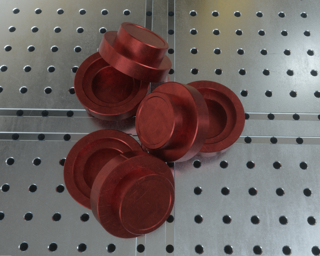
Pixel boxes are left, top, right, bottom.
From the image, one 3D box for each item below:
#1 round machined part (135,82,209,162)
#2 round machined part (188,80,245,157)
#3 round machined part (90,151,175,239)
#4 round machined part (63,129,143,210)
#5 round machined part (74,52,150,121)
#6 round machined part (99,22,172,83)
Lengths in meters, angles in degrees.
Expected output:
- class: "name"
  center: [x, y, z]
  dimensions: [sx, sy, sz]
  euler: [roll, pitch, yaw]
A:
- class: "round machined part"
  center: [0.007, -0.008, 0.373]
  dimensions: [0.042, 0.098, 0.098]
  euler: [5, 63, -44]
- class: "round machined part"
  center: [0.057, -0.010, 0.406]
  dimensions: [0.099, 0.042, 0.098]
  euler: [0, 70, 0]
- class: "round machined part"
  center: [-0.023, 0.077, 0.344]
  dimensions: [0.099, 0.042, 0.097]
  euler: [-9, 106, -32]
- class: "round machined part"
  center: [-0.064, 0.054, 0.382]
  dimensions: [0.099, 0.042, 0.098]
  euler: [0, 70, 0]
- class: "round machined part"
  center: [-0.062, -0.055, 0.421]
  dimensions: [0.099, 0.042, 0.098]
  euler: [0, 70, 0]
- class: "round machined part"
  center: [-0.027, -0.105, 0.412]
  dimensions: [0.098, 0.042, 0.098]
  euler: [22, 30, -13]
